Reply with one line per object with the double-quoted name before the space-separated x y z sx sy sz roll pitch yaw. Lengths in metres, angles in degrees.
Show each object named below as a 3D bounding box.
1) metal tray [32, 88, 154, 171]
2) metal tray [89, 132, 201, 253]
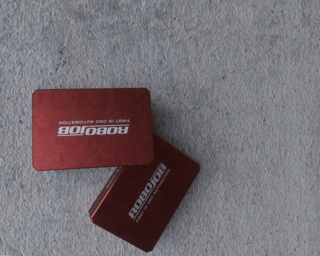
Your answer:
"metal tray" -0.076 0.001 0.359 0.131 0.030 0.090 -2 83 -10
"metal tray" -0.018 0.080 0.400 0.090 0.030 0.130 36 78 -17
